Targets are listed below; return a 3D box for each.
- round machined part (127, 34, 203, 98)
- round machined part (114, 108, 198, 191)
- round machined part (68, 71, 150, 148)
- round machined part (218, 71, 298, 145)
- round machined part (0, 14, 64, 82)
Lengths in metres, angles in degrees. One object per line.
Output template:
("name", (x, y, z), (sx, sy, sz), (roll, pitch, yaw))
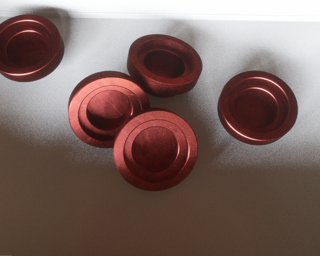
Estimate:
("round machined part", (0.004, -0.079, 0.419), (0.099, 0.042, 0.098), (8, 52, -10))
("round machined part", (-0.007, 0.023, 0.377), (0.099, 0.042, 0.097), (-2, 102, -10))
("round machined part", (-0.065, -0.026, 0.390), (0.099, 0.097, 0.042), (-19, 34, -7))
("round machined part", (0.125, -0.023, 0.411), (0.099, 0.042, 0.098), (0, 70, -1))
("round machined part", (-0.184, -0.108, 0.438), (0.099, 0.042, 0.098), (0, 70, -1))
